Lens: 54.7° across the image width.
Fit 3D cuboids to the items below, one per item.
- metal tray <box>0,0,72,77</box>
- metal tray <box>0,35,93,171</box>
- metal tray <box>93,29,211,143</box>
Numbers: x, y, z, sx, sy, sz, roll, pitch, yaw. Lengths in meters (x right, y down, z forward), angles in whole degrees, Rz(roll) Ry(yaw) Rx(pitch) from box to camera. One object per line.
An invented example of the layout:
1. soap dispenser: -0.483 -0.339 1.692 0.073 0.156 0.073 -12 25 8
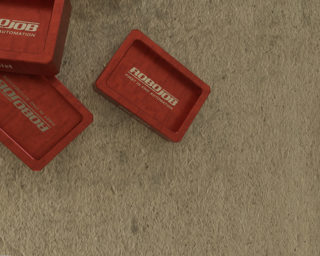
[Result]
1. metal tray: -0.165 -0.106 0.314 0.131 0.030 0.090 6 74 -3
2. metal tray: -0.153 -0.027 0.349 0.090 0.030 0.130 -46 105 -14
3. metal tray: -0.008 -0.051 0.402 0.130 0.030 0.090 35 79 -17
